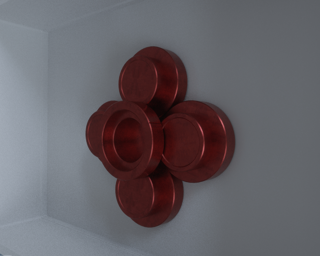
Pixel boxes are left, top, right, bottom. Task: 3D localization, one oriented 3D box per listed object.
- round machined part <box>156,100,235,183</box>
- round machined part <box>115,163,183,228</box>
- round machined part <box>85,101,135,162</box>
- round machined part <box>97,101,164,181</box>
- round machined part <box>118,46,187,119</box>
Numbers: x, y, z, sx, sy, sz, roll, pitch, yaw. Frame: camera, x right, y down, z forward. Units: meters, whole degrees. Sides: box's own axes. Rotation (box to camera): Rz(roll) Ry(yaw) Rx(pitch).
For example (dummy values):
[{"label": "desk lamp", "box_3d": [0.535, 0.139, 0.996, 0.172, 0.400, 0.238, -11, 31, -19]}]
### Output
[{"label": "round machined part", "box_3d": [0.034, 0.016, 0.365, 0.098, 0.042, 0.097, 0, 90, 40]}, {"label": "round machined part", "box_3d": [-0.021, 0.082, 0.411, 0.098, 0.042, 0.097, -2, 87, 39]}, {"label": "round machined part", "box_3d": [-0.071, 0.009, 0.452, 0.098, 0.042, 0.097, 0, 90, 40]}, {"label": "round machined part", "box_3d": [-0.032, 0.015, 0.392, 0.098, 0.042, 0.097, 0, 90, 40]}, {"label": "round machined part", "box_3d": [-0.016, -0.058, 0.405, 0.098, 0.042, 0.097, 0, 90, 40]}]
